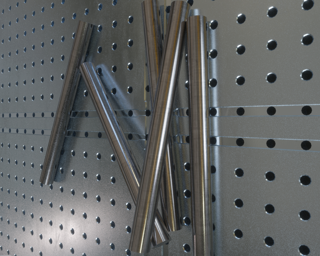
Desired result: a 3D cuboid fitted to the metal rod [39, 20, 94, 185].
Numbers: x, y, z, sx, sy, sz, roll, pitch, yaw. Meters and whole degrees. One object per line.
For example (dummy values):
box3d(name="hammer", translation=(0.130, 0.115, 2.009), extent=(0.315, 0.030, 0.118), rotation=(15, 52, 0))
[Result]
box3d(name="metal rod", translation=(-0.167, -0.036, 0.543), extent=(0.025, 0.025, 0.298), rotation=(30, 108, 36))

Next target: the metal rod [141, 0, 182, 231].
box3d(name="metal rod", translation=(0.002, -0.020, 0.406), extent=(0.025, 0.025, 0.298), rotation=(-9, 84, 39))

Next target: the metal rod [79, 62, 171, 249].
box3d(name="metal rod", translation=(-0.059, 0.020, 0.438), extent=(0.025, 0.025, 0.299), rotation=(-44, 58, 31))

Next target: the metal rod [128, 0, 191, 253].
box3d(name="metal rod", translation=(0.001, -0.007, 0.371), extent=(0.025, 0.025, 0.298), rotation=(5, 82, 39))

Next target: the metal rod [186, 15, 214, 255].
box3d(name="metal rod", translation=(0.048, 0.019, 0.368), extent=(0.025, 0.025, 0.298), rotation=(-2, 89, 39))
